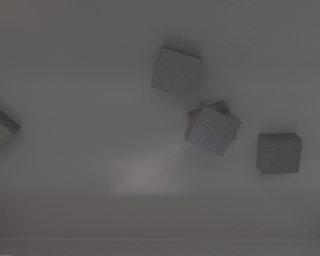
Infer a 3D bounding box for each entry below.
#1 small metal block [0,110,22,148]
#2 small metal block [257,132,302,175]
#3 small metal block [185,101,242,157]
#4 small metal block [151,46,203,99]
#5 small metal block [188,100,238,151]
[{"bbox_3d":[-0.225,0.003,0.410,0.050,0.025,0.050,-41,105,13],"label":"small metal block"},{"bbox_3d":[0.163,0.035,0.425,0.050,0.025,0.050,-3,110,1],"label":"small metal block"},{"bbox_3d":[0.065,0.001,0.386,0.050,0.025,0.050,23,108,-8],"label":"small metal block"},{"bbox_3d":[0.020,-0.069,0.386,0.050,0.025,0.050,15,109,-6],"label":"small metal block"},{"bbox_3d":[0.069,-0.003,0.411,0.050,0.025,0.050,-19,109,6],"label":"small metal block"}]
